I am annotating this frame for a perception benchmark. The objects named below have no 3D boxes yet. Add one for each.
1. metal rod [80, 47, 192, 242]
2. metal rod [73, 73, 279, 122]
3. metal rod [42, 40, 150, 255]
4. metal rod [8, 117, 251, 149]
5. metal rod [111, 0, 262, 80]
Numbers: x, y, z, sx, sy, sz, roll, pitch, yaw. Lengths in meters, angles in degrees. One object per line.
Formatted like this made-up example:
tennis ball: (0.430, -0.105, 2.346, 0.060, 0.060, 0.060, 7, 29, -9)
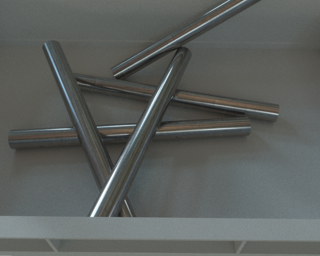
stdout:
metal rod: (-0.012, -0.009, 0.373, 0.025, 0.025, 0.301, 15, 48, 12)
metal rod: (0.012, -0.045, 0.443, 0.302, 0.025, 0.025, 10, 51, 7)
metal rod: (-0.087, 0.004, 0.369, 0.025, 0.025, 0.299, -21, 63, -17)
metal rod: (-0.035, 0.006, 0.399, 0.302, 0.025, 0.025, -3, 50, -3)
metal rod: (0.062, -0.152, 0.455, 0.301, 0.025, 0.025, -28, 52, 8)
